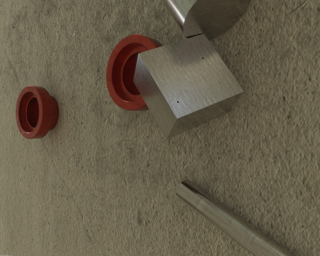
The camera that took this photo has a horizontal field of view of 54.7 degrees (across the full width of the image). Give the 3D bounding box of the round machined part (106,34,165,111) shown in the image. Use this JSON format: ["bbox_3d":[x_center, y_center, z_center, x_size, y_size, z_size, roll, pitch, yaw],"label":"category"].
[{"bbox_3d":[-0.024,-0.071,0.413,0.098,0.042,0.097,0,90,40],"label":"round machined part"}]

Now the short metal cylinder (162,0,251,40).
[{"bbox_3d":[0.049,-0.139,0.329,0.080,0.081,0.050,-42,64,32],"label":"short metal cylinder"}]

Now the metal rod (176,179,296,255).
[{"bbox_3d":[0.132,0.139,0.295,0.300,0.025,0.025,32,110,35],"label":"metal rod"}]

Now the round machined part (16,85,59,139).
[{"bbox_3d":[-0.227,-0.029,0.581,0.098,0.042,0.097,0,90,40],"label":"round machined part"}]

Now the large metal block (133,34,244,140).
[{"bbox_3d":[0.027,-0.045,0.334,0.080,0.081,0.050,61,158,18],"label":"large metal block"}]
